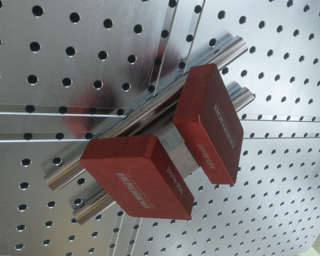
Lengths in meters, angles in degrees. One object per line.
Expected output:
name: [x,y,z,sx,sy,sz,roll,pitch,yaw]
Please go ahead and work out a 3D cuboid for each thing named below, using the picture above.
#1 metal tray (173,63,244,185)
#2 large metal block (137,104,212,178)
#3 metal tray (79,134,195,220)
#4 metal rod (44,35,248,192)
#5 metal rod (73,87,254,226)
metal tray: [0.065,-0.001,0.377,0.130,0.030,0.090,56,42,-39]
large metal block: [0.016,0.017,0.396,0.080,0.080,0.050,-36,130,-5]
metal tray: [-0.023,0.063,0.369,0.090,0.030,0.130,-5,135,27]
metal rod: [-0.014,-0.020,0.393,0.301,0.025,0.025,-37,130,-4]
metal rod: [0.008,0.038,0.441,0.301,0.025,0.025,-36,130,-5]
